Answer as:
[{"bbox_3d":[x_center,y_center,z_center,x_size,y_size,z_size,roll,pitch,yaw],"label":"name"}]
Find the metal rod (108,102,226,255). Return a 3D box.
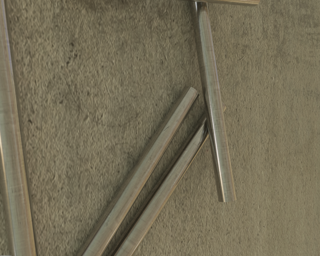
[{"bbox_3d":[0.011,0.073,0.413,0.025,0.025,0.301,52,60,-28],"label":"metal rod"}]

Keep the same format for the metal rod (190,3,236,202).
[{"bbox_3d":[0.074,-0.047,0.440,0.025,0.025,0.298,-5,85,-40],"label":"metal rod"}]

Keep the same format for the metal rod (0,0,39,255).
[{"bbox_3d":[-0.138,0.025,0.288,0.025,0.025,0.298,-9,96,-40],"label":"metal rod"}]

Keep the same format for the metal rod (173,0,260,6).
[{"bbox_3d":[0.019,-0.177,0.395,0.303,0.025,0.025,-10,97,-32],"label":"metal rod"}]

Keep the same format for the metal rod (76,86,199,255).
[{"bbox_3d":[-0.029,0.065,0.379,0.025,0.025,0.300,48,62,-30],"label":"metal rod"}]
